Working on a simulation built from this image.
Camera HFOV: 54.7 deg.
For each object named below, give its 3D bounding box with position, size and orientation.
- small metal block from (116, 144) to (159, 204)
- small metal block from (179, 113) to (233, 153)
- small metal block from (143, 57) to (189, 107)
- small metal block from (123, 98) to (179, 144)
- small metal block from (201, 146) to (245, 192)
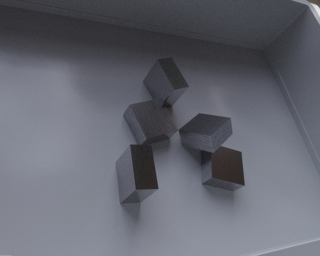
[{"bbox_3d":[-0.027,0.052,0.343,0.025,0.050,0.050,4,60,-26],"label":"small metal block"},{"bbox_3d":[0.062,0.005,0.417,0.050,0.050,0.025,-37,125,-39],"label":"small metal block"},{"bbox_3d":[0.007,-0.061,0.431,0.025,0.050,0.050,-17,71,-35],"label":"small metal block"},{"bbox_3d":[-0.012,-0.008,0.404,0.050,0.025,0.050,-15,70,-34],"label":"small metal block"},{"bbox_3d":[0.084,0.053,0.418,0.050,0.025,0.050,16,55,-19],"label":"small metal block"}]
